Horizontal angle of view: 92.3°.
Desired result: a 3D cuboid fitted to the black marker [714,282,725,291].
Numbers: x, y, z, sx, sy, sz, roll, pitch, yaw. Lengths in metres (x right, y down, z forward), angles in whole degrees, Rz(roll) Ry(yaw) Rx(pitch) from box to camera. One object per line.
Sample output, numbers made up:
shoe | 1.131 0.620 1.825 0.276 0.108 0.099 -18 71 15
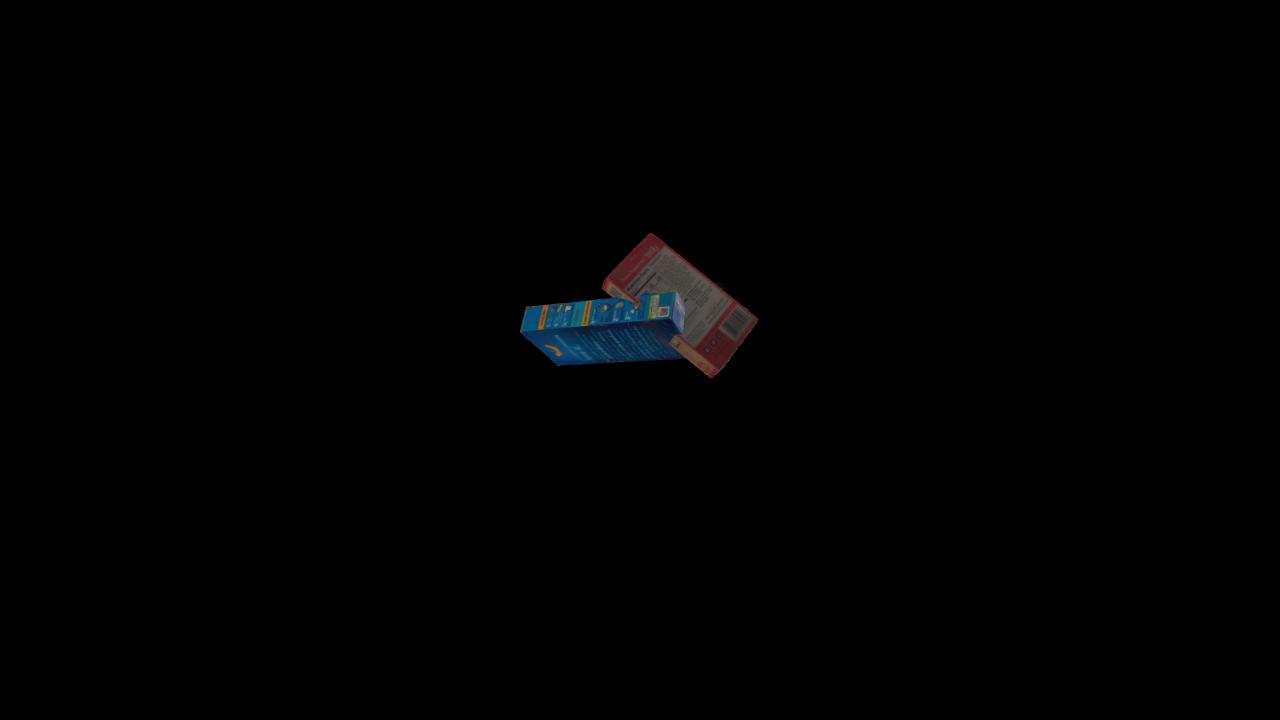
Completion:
black marker | 0.067 -0.060 0.766 0.020 0.020 0.121 0 -27 -30

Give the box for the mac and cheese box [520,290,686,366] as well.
mac and cheese box | -0.031 -0.031 0.690 0.184 0.041 0.093 -3 -26 24

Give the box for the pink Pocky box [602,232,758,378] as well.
pink Pocky box | 0.044 -0.060 0.664 0.155 0.084 0.029 39 -28 2
